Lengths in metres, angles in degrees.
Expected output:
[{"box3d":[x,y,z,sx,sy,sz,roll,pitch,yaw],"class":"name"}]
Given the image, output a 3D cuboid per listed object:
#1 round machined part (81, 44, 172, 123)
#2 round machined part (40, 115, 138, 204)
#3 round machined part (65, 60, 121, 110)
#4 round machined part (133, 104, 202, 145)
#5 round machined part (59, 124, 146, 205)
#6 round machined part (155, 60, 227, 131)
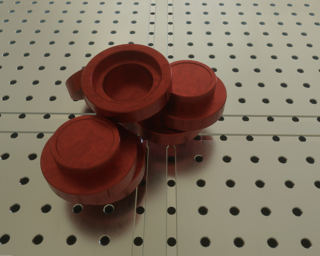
[{"box3d":[-0.035,-0.046,0.352,0.098,0.042,0.098,-1,58,2],"class":"round machined part"},{"box3d":[-0.073,0.025,0.320,0.099,0.042,0.098,0,50,0],"class":"round machined part"},{"box3d":[-0.072,-0.056,0.419,0.099,0.098,0.042,-22,89,-17],"class":"round machined part"},{"box3d":[0.011,-0.029,0.394,0.099,0.042,0.098,0,50,0],"class":"round machined part"},{"box3d":[-0.066,0.031,0.343,0.099,0.042,0.098,0,50,0],"class":"round machined part"},{"box3d":[0.033,-0.047,0.380,0.099,0.042,0.098,0,49,0],"class":"round machined part"}]
